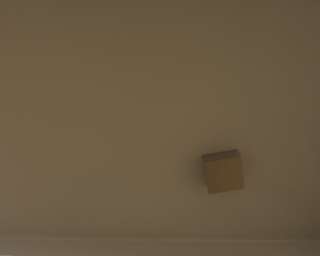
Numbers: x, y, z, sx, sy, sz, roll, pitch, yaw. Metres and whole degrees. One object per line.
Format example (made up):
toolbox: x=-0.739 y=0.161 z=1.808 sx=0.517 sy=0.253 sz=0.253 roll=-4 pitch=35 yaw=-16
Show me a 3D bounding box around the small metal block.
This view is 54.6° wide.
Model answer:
small metal block: x=0.088 y=0.061 z=0.434 sx=0.050 sy=0.025 sz=0.050 roll=-10 pitch=110 yaw=3
